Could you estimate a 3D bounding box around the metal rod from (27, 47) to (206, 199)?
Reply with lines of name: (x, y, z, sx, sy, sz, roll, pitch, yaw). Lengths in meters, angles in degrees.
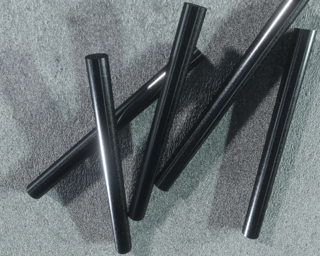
metal rod: (-0.066, -0.002, 0.408, 0.300, 0.025, 0.025, -39, 106, 13)

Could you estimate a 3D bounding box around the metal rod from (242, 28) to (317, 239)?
metal rod: (0.155, 0.021, 0.418, 0.025, 0.025, 0.298, 6, 110, -3)

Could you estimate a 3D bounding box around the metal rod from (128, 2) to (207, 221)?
metal rod: (0.001, 0.000, 0.390, 0.025, 0.025, 0.298, 13, 117, -5)

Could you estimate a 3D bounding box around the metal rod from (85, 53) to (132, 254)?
metal rod: (-0.063, 0.053, 0.407, 0.025, 0.025, 0.298, -3, 118, 1)

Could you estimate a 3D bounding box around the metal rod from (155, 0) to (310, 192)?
metal rod: (0.082, -0.037, 0.396, 0.025, 0.025, 0.299, 31, 107, -11)
